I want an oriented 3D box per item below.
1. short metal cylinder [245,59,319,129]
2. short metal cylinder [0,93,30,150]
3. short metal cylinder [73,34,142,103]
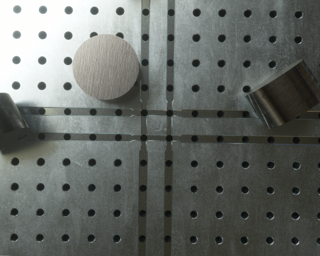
[{"bbox_3d":[0.155,-0.042,0.387,0.080,0.080,0.050,-34,90,0],"label":"short metal cylinder"},{"bbox_3d":[-0.212,-0.002,0.384,0.080,0.080,0.050,-31,90,0],"label":"short metal cylinder"},{"bbox_3d":[-0.066,-0.074,0.400,0.081,0.050,0.079,0,90,0],"label":"short metal cylinder"}]
